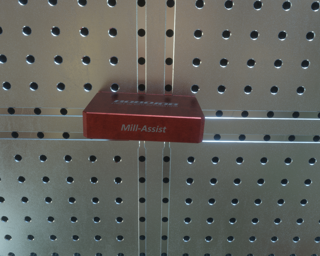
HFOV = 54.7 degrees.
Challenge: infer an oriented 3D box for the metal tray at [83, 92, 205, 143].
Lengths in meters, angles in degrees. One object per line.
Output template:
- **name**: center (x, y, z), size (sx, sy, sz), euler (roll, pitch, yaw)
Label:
- **metal tray**: center (-0.018, -0.015, 0.372), size (0.131, 0.090, 0.030), euler (3, 110, -2)
